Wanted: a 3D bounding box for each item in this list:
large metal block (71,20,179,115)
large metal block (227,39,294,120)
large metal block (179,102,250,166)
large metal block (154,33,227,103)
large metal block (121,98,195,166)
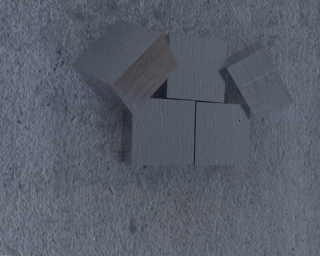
[{"bbox_3d":[-0.040,-0.073,0.359,0.080,0.080,0.050,-49,140,-14],"label":"large metal block"},{"bbox_3d":[0.136,-0.069,0.426,0.050,0.080,0.080,-28,103,23],"label":"large metal block"},{"bbox_3d":[0.073,0.008,0.423,0.081,0.050,0.079,1,90,-21],"label":"large metal block"},{"bbox_3d":[0.039,-0.075,0.413,0.081,0.050,0.079,3,89,-20],"label":"large metal block"},{"bbox_3d":[-0.003,0.005,0.396,0.081,0.050,0.079,1,90,-21],"label":"large metal block"}]
